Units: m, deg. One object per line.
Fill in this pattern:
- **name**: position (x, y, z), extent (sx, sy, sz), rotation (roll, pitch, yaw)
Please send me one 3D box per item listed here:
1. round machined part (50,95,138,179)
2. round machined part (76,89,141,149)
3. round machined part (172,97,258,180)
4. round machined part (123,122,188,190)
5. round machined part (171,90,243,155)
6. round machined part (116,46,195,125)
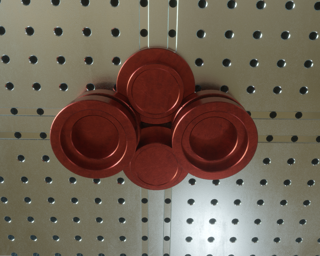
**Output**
- **round machined part**: position (-0.076, 0.008, 0.372), extent (0.099, 0.042, 0.097), rotation (0, 110, 0)
- **round machined part**: position (-0.073, -0.003, 0.402), extent (0.099, 0.042, 0.097), rotation (0, 110, 0)
- **round machined part**: position (0.063, 0.010, 0.373), extent (0.099, 0.042, 0.097), rotation (0, 110, 0)
- **round machined part**: position (-0.005, 0.043, 0.419), extent (0.099, 0.042, 0.097), rotation (0, 110, 0)
- **round machined part**: position (0.063, -0.003, 0.403), extent (0.099, 0.042, 0.097), rotation (0, 110, 0)
- **round machined part**: position (-0.005, -0.050, 0.386), extent (0.099, 0.042, 0.097), rotation (0, 110, 0)
